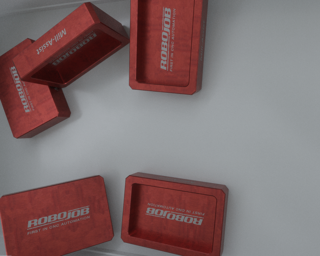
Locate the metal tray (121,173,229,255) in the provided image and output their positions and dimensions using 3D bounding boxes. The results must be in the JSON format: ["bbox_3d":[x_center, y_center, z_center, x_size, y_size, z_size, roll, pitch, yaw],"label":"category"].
[{"bbox_3d":[0.018,0.112,0.400,0.130,0.030,0.089,5,92,19],"label":"metal tray"}]

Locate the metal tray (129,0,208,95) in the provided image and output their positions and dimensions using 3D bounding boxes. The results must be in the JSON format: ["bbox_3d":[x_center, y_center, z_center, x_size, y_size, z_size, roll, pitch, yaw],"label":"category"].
[{"bbox_3d":[0.009,-0.111,0.389,0.090,0.030,0.129,8,105,19],"label":"metal tray"}]

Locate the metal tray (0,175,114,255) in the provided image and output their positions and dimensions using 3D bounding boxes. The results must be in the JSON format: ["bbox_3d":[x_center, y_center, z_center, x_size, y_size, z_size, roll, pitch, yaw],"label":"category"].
[{"bbox_3d":[-0.135,0.120,0.410,0.131,0.030,0.089,-9,86,-25],"label":"metal tray"}]

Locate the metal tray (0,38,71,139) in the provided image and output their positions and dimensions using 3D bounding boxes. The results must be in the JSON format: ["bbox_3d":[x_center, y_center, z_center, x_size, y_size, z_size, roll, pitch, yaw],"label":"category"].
[{"bbox_3d":[-0.202,-0.059,0.477,0.090,0.030,0.129,-25,82,18],"label":"metal tray"}]

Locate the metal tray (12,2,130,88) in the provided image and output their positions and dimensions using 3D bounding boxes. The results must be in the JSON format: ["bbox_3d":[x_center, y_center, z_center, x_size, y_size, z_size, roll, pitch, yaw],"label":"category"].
[{"bbox_3d":[-0.116,-0.104,0.415,0.130,0.090,0.030,-30,80,17],"label":"metal tray"}]
